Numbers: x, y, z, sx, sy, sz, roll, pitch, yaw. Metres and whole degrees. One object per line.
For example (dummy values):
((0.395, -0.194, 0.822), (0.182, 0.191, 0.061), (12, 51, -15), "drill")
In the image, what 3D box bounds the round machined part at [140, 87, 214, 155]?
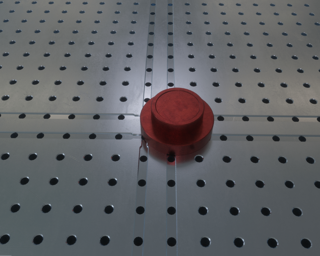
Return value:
((0.023, -0.016, 0.410), (0.099, 0.042, 0.098), (0, 50, 0), "round machined part")
